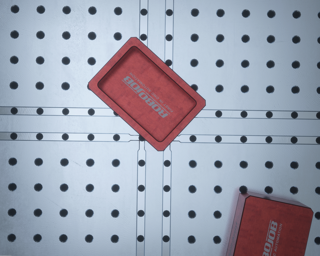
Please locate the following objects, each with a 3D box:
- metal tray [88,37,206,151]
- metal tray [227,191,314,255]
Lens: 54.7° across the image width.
[{"bbox_3d":[-0.016,-0.043,0.410,0.130,0.030,0.090,43,90,-1],"label":"metal tray"},{"bbox_3d":[0.142,0.158,0.413,0.091,0.030,0.129,12,90,-1],"label":"metal tray"}]
